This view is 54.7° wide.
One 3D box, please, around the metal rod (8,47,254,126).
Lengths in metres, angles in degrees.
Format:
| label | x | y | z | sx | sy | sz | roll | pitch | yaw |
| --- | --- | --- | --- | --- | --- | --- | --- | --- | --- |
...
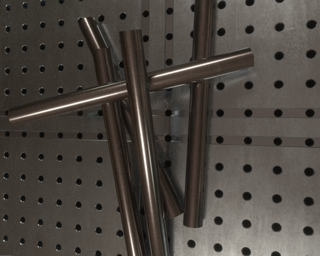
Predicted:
| label | x | y | z | sx | sy | sz | roll | pitch | yaw |
| --- | --- | --- | --- | --- | --- | --- | --- | --- | --- |
| metal rod | -0.040 | -0.048 | 0.377 | 0.301 | 0.025 | 0.025 | -13 | 86 | 6 |

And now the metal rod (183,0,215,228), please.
| label | x | y | z | sx | sy | sz | roll | pitch | yaw |
| --- | --- | --- | --- | --- | --- | --- | --- | --- | --- |
| metal rod | 0.050 | -0.025 | 0.394 | 0.025 | 0.025 | 0.298 | 3 | 91 | 19 |

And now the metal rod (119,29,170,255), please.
| label | x | y | z | sx | sy | sz | roll | pitch | yaw |
| --- | --- | --- | --- | --- | --- | --- | --- | --- | --- |
| metal rod | -0.015 | 0.038 | 0.373 | 0.025 | 0.025 | 0.298 | -1 | 106 | 19 |

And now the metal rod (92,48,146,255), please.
| label | x | y | z | sx | sy | sz | roll | pitch | yaw |
| --- | --- | --- | --- | --- | --- | --- | --- | --- | --- |
| metal rod | -0.052 | 0.046 | 0.412 | 0.025 | 0.025 | 0.298 | -8 | 94 | 19 |

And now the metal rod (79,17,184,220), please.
| label | x | y | z | sx | sy | sz | roll | pitch | yaw |
| --- | --- | --- | --- | --- | --- | --- | --- | --- | --- |
| metal rod | -0.043 | -0.019 | 0.426 | 0.025 | 0.025 | 0.299 | -28 | 81 | 17 |
